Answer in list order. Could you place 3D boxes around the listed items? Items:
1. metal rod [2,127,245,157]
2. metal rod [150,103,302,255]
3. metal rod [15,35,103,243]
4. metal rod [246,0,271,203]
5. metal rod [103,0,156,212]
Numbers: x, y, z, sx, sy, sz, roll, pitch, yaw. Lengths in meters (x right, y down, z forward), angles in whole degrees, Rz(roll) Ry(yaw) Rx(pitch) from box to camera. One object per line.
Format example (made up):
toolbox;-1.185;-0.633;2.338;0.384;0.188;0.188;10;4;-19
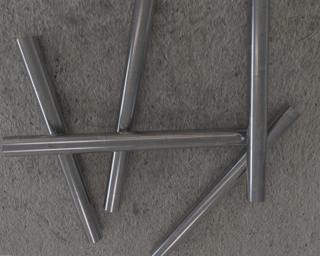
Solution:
metal rod;-0.032;0.016;0.389;0.302;0.025;0.025;-2;111;-10
metal rod;0.084;0.088;0.442;0.025;0.025;0.299;35;106;-12
metal rod;-0.129;0.029;0.419;0.025;0.025;0.298;-11;110;4
metal rod;0.118;-0.051;0.375;0.025;0.025;0.298;-3;104;1
metal rod;-0.042;-0.022;0.400;0.025;0.025;0.298;10;110;-4
